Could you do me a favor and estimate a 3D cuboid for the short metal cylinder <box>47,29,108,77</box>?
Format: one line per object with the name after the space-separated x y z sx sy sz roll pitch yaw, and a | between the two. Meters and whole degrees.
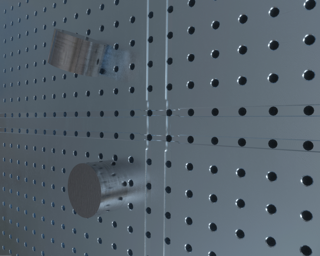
-0.127 -0.116 0.479 0.080 0.081 0.050 30 109 36 | short metal cylinder

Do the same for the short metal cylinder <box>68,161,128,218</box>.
-0.096 0.091 0.472 0.080 0.050 0.079 0 90 40 | short metal cylinder
